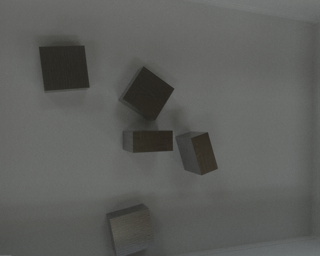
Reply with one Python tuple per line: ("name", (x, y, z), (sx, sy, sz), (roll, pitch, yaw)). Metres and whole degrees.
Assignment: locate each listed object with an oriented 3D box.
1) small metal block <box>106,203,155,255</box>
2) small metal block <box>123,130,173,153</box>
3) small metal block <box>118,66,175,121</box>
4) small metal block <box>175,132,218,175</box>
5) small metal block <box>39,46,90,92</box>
("small metal block", (-0.038, 0.131, 0.398), (0.050, 0.025, 0.050), (-11, 94, -20))
("small metal block", (-0.017, 0.016, 0.392), (0.050, 0.050, 0.025), (-1, 91, -20))
("small metal block", (-0.018, -0.044, 0.405), (0.050, 0.025, 0.050), (34, 79, -17))
("small metal block", (0.048, 0.032, 0.416), (0.025, 0.050, 0.050), (-19, 97, -19))
("small metal block", (-0.114, -0.070, 0.369), (0.050, 0.025, 0.050), (-7, 93, -20))
